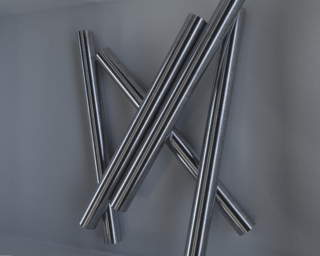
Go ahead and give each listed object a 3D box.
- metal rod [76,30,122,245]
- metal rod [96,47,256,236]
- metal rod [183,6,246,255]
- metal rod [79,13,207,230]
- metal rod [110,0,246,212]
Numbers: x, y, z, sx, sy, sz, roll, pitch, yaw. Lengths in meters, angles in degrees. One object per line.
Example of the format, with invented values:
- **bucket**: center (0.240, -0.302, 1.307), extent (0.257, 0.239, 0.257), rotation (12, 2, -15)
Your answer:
- **metal rod**: center (-0.087, 0.011, 0.439), extent (0.025, 0.025, 0.298), rotation (-9, 87, 19)
- **metal rod**: center (0.013, 0.009, 0.405), extent (0.025, 0.025, 0.300), rotation (-43, 77, 15)
- **metal rod**: center (0.066, 0.003, 0.367), extent (0.025, 0.025, 0.298), rotation (9, 86, 19)
- **metal rod**: center (-0.026, -0.001, 0.391), extent (0.025, 0.025, 0.299), rotation (32, 100, 17)
- **metal rod**: center (0.018, -0.028, 0.375), extent (0.025, 0.025, 0.299), rotation (32, 100, 17)
